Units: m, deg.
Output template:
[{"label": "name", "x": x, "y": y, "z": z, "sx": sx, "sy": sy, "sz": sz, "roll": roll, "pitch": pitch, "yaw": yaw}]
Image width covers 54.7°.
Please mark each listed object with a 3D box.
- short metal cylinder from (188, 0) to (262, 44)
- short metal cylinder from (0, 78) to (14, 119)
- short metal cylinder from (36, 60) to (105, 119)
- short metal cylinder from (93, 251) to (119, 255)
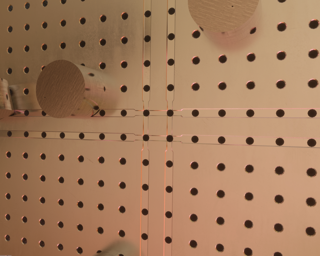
[{"label": "short metal cylinder", "x": 0.079, "y": -0.148, "z": 0.371, "sx": 0.080, "sy": 0.050, "sz": 0.079, "roll": 0, "pitch": 90, "yaw": 20}, {"label": "short metal cylinder", "x": -0.275, "y": -0.042, "z": 0.481, "sx": 0.080, "sy": 0.080, "sz": 0.050, "roll": -15, "pitch": 85, "yaw": 19}, {"label": "short metal cylinder", "x": -0.128, "y": -0.053, "z": 0.444, "sx": 0.080, "sy": 0.050, "sz": 0.079, "roll": 0, "pitch": 90, "yaw": 20}, {"label": "short metal cylinder", "x": -0.084, "y": 0.220, "z": 0.429, "sx": 0.080, "sy": 0.050, "sz": 0.079, "roll": 0, "pitch": 90, "yaw": 20}]
